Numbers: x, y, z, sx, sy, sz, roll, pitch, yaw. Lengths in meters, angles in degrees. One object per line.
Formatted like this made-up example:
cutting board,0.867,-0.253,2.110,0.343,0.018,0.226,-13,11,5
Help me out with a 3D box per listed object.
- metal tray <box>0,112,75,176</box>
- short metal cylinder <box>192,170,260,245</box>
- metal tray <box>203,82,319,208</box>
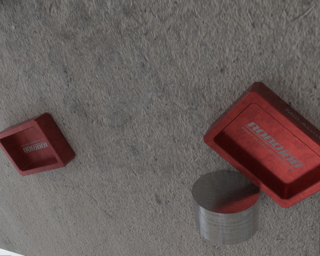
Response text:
metal tray,-0.219,0.032,0.538,0.130,0.030,0.090,-15,111,34
short metal cylinder,0.082,0.097,0.388,0.080,0.080,0.050,6,121,25
metal tray,0.127,0.022,0.350,0.130,0.030,0.089,40,129,0
